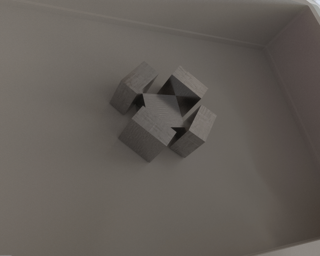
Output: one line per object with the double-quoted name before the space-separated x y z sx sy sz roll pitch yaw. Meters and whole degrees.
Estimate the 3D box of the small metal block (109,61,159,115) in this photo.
"small metal block" -0.034 -0.051 0.400 0.025 0.050 0.050 41 52 0

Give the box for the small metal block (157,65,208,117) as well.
"small metal block" 0.030 -0.051 0.433 0.050 0.050 0.025 39 50 -3

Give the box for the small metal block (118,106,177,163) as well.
"small metal block" -0.016 0.009 0.373 0.050 0.050 0.025 39 52 -2

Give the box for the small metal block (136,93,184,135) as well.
"small metal block" 0.000 -0.017 0.413 0.050 0.025 0.050 1 61 -28

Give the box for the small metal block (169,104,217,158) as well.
"small metal block" 0.044 0.005 0.407 0.025 0.050 0.050 36 50 -6
